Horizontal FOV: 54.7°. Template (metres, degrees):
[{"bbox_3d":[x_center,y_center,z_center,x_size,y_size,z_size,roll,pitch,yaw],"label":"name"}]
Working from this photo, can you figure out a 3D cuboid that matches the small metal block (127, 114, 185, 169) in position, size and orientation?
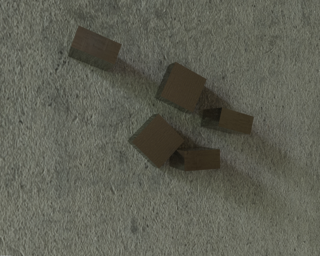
[{"bbox_3d":[-0.005,0.017,0.407,0.050,0.025,0.050,46,76,-14],"label":"small metal block"}]

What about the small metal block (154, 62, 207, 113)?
[{"bbox_3d":[0.028,-0.054,0.419,0.050,0.025,0.050,26,82,-18],"label":"small metal block"}]

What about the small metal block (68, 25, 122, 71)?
[{"bbox_3d":[-0.078,-0.092,0.367,0.050,0.050,0.025,20,84,-19],"label":"small metal block"}]

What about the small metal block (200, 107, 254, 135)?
[{"bbox_3d":[0.092,-0.009,0.429,0.050,0.050,0.025,14,86,-20],"label":"small metal block"}]

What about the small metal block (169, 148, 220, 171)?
[{"bbox_3d":[0.045,0.040,0.412,0.050,0.050,0.025,-1,91,-20],"label":"small metal block"}]
